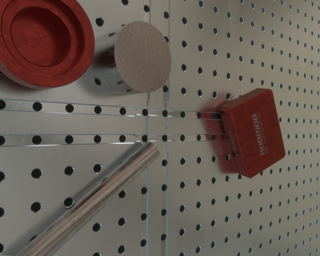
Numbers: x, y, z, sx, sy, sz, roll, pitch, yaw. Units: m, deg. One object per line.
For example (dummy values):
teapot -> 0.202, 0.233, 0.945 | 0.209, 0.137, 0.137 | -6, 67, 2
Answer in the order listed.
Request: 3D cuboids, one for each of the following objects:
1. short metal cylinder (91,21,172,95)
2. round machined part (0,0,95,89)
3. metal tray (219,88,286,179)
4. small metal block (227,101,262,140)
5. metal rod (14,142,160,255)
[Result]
short metal cylinder -> -0.033, -0.080, 0.367 | 0.081, 0.050, 0.079 | 0, 90, -40
round machined part -> -0.118, -0.086, 0.300 | 0.099, 0.042, 0.097 | 0, 90, -40
metal tray -> 0.159, 0.008, 0.524 | 0.091, 0.030, 0.129 | -26, 110, -21
small metal block -> 0.146, -0.012, 0.535 | 0.050, 0.025, 0.050 | 32, 70, -36
metal rod -> -0.106, 0.110, 0.321 | 0.302, 0.025, 0.025 | -41, 115, -33
